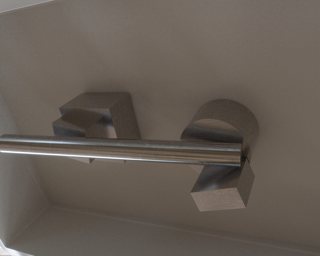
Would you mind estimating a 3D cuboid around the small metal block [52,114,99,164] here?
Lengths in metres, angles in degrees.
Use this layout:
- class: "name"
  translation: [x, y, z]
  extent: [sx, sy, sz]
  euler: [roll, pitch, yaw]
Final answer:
- class: "small metal block"
  translation: [-0.109, 0.014, 0.406]
  extent: [0.050, 0.025, 0.050]
  euler: [12, 123, 21]

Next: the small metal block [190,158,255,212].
- class: "small metal block"
  translation: [0.067, 0.059, 0.325]
  extent: [0.050, 0.050, 0.025]
  euler: [-15, 111, 34]

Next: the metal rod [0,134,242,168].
- class: "metal rod"
  translation: [-0.061, 0.024, 0.361]
  extent: [0.301, 0.025, 0.025]
  euler: [1, 119, 18]

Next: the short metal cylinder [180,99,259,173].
- class: "short metal cylinder"
  translation: [0.070, 0.013, 0.361]
  extent: [0.080, 0.050, 0.079]
  euler: [13, 124, 20]

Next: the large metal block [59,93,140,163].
- class: "large metal block"
  translation: [-0.080, -0.002, 0.428]
  extent: [0.080, 0.050, 0.079]
  euler: [3, 120, 26]
